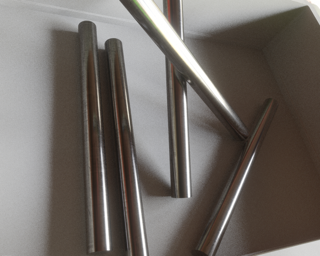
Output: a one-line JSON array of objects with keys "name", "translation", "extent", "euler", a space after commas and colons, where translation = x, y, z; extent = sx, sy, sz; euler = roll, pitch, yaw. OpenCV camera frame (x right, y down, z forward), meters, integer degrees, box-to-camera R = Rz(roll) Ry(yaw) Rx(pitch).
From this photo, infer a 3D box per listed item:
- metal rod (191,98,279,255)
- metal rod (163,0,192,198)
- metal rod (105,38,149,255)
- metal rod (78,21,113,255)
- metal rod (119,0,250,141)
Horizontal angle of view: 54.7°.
[{"name": "metal rod", "translation": [0.119, 0.051, 0.438], "extent": [0.025, 0.025, 0.301], "euler": [40, 51, -2]}, {"name": "metal rod", "translation": [0.020, -0.066, 0.386], "extent": [0.025, 0.025, 0.298], "euler": [1, 84, -28]}, {"name": "metal rod", "translation": [-0.044, 0.012, 0.374], "extent": [0.025, 0.025, 0.299], "euler": [5, 60, -26]}, {"name": "metal rod", "translation": [-0.080, -0.011, 0.368], "extent": [0.025, 0.025, 0.299], "euler": [5, 60, -26]}, {"name": "metal rod", "translation": [0.040, -0.065, 0.369], "extent": [0.300, 0.025, 0.025], "euler": [42, 43, -42]}]
